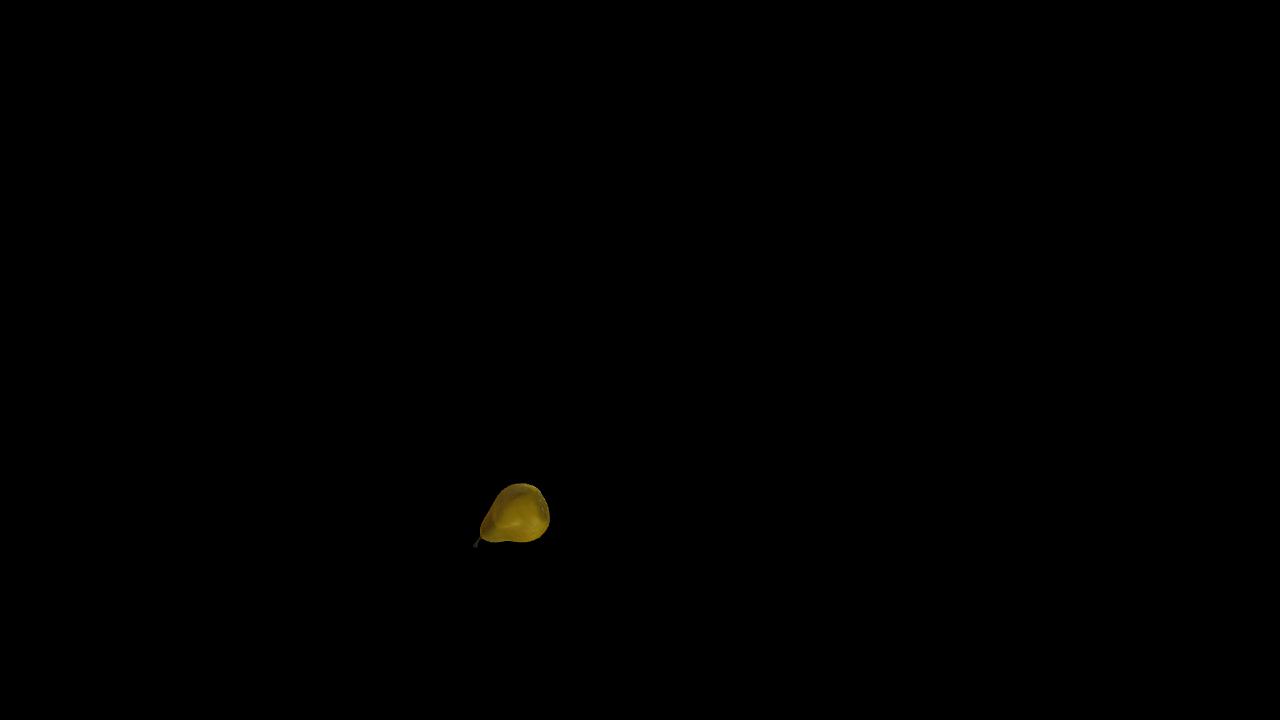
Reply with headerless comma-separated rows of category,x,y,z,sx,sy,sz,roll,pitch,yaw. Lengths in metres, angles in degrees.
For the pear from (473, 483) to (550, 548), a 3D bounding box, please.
pear,-0.179,0.212,0.821,0.111,0.080,0.080,-21,-1,2
